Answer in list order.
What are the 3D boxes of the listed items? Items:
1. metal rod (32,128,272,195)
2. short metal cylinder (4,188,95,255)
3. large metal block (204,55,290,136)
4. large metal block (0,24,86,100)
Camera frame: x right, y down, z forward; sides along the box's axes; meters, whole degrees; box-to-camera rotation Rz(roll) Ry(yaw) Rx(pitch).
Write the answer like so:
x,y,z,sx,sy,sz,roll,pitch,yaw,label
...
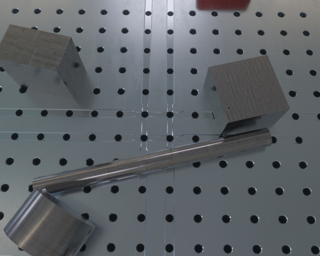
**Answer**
x,y,z,sx,sy,sz,roll,pitch,yaw,label
-0.006,0.043,0.395,0.302,0.025,0.025,-12,71,-5,metal rod
-0.120,0.109,0.342,0.080,0.080,0.050,31,73,10,short metal cylinder
0.112,-0.043,0.415,0.081,0.050,0.080,-13,71,-5,large metal block
-0.154,-0.085,0.412,0.080,0.080,0.050,13,71,4,large metal block
